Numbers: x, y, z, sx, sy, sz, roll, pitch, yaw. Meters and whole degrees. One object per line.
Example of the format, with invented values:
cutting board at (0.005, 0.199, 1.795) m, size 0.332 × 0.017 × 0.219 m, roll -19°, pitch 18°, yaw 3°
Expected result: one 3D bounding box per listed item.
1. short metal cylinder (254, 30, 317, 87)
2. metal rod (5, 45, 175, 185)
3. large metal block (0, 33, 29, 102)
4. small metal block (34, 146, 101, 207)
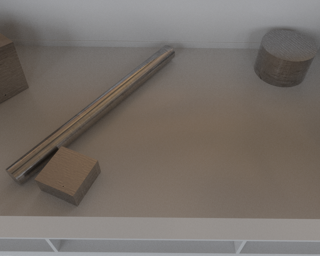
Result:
short metal cylinder at (0.193, -0.109, 0.483) m, size 0.081 × 0.050 × 0.080 m, roll 0°, pitch 50°, yaw 0°
metal rod at (-0.077, -0.034, 0.432) m, size 0.025 × 0.025 × 0.301 m, roll 31°, pitch 56°, yaw 23°
large metal block at (-0.243, -0.079, 0.430) m, size 0.050 × 0.079 × 0.080 m, roll 34°, pitch 54°, yaw 25°
small metal block at (-0.105, 0.055, 0.358) m, size 0.050 × 0.025 × 0.050 m, roll 19°, pitch 52°, yaw 15°
